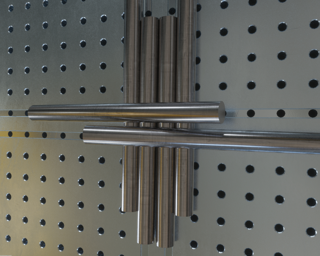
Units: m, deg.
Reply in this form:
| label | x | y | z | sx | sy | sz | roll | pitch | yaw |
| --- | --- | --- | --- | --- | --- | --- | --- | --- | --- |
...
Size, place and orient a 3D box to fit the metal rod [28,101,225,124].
| label | x | y | z | sx | sy | sz | roll | pitch | yaw |
| --- | --- | --- | --- | --- | --- | --- | --- | --- | --- |
| metal rod | -0.064 | -0.020 | 0.411 | 0.300 | 0.025 | 0.025 | 1 | 91 | 29 |

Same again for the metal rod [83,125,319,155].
| label | x | y | z | sx | sy | sz | roll | pitch | yaw |
| --- | --- | --- | --- | --- | --- | --- | --- | --- | --- |
| metal rod | 0.053 | 0.013 | 0.372 | 0.301 | 0.025 | 0.025 | 2 | 91 | 11 |

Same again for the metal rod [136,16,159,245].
| label | x | y | z | sx | sy | sz | roll | pitch | yaw |
| --- | --- | --- | --- | --- | --- | --- | --- | --- | --- |
| metal rod | -0.016 | 0.004 | 0.417 | 0.025 | 0.025 | 0.298 | 1 | 90 | 20 |

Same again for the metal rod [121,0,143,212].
| label | x | y | z | sx | sy | sz | roll | pitch | yaw |
| --- | --- | --- | --- | --- | --- | --- | --- | --- | --- |
| metal rod | -0.038 | -0.037 | 0.426 | 0.025 | 0.025 | 0.298 | 1 | 90 | 20 |

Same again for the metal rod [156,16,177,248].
| label | x | y | z | sx | sy | sz | roll | pitch | yaw |
| --- | --- | --- | --- | --- | --- | --- | --- | --- | --- |
| metal rod | 0.009 | 0.005 | 0.411 | 0.025 | 0.025 | 0.298 | 1 | 90 | 20 |

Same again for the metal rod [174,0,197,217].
| label | x | y | z | sx | sy | sz | roll | pitch | yaw |
| --- | --- | --- | --- | --- | --- | --- | --- | --- | --- |
| metal rod | 0.033 | -0.038 | 0.400 | 0.025 | 0.025 | 0.298 | 1 | 90 | 20 |
